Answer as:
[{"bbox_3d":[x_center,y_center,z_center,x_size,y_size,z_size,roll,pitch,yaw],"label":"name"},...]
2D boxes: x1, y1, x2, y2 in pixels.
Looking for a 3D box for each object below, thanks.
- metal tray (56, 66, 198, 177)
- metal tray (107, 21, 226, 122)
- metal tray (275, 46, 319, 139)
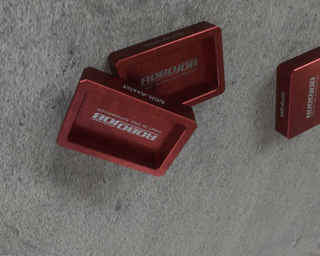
[{"bbox_3d":[-0.037,-0.002,0.345,0.131,0.030,0.089,20,122,-18],"label":"metal tray"},{"bbox_3d":[0.013,-0.063,0.371,0.131,0.030,0.089,-23,127,-14],"label":"metal tray"},{"bbox_3d":[0.232,-0.054,0.497,0.091,0.030,0.129,-24,128,-14],"label":"metal tray"}]
